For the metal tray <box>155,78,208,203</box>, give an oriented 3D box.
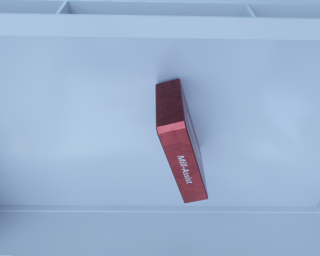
[{"bbox_3d":[0.027,0.018,0.378,0.030,0.090,0.130,-13,129,9],"label":"metal tray"}]
